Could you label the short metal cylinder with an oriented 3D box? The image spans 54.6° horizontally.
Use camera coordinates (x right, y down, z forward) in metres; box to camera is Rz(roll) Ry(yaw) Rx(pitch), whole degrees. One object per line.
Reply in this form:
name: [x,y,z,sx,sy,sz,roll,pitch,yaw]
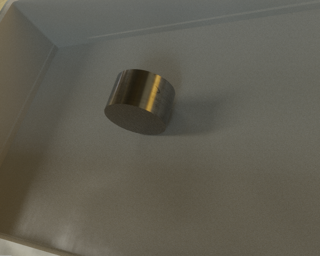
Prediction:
short metal cylinder: [-0.025,-0.031,0.400,0.080,0.080,0.050,2,63,29]
